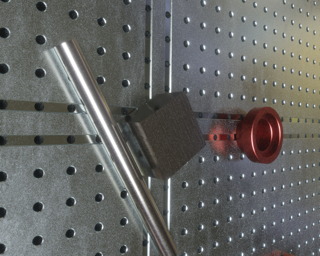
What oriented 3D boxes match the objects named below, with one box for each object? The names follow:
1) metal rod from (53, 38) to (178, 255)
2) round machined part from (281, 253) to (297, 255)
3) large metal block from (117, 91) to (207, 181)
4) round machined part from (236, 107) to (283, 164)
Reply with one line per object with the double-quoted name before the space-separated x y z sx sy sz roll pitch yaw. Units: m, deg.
"metal rod" -0.044 0.041 0.372 0.025 0.025 0.299 -37 113 -34
"round machined part" 0.269 0.309 0.625 0.099 0.042 0.097 0 90 -40
"large metal block" 0.004 0.008 0.396 0.080 0.050 0.080 -37 113 -34
"round machined part" 0.171 0.012 0.541 0.099 0.042 0.097 0 90 -40
